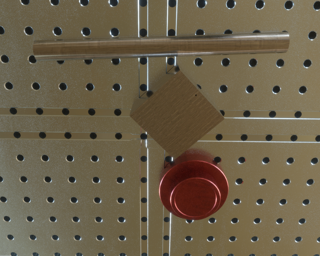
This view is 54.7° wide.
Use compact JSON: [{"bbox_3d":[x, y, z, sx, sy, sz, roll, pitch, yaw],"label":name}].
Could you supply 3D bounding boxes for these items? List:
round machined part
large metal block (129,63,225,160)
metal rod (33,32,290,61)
[{"bbox_3d":[0.048,0.090,0.438,0.099,0.042,0.097,0,110,0],"label":"round machined part"},{"bbox_3d":[0.021,-0.022,0.392,0.080,0.050,0.080,-41,105,13],"label":"large metal block"},{"bbox_3d":[0.001,-0.099,0.376,0.302,0.025,0.025,-2,110,0],"label":"metal rod"}]
